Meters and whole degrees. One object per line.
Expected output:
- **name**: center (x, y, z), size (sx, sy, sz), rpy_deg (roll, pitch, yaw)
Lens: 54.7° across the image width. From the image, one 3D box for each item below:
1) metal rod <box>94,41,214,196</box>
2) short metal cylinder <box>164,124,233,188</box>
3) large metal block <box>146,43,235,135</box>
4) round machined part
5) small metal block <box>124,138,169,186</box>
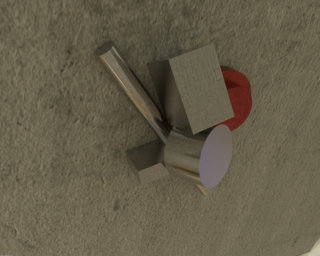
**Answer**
- **metal rod**: center (0.010, 0.009, 0.421), size (0.025, 0.025, 0.300), rpy_deg (-39, 130, -3)
- **short metal cylinder**: center (0.050, 0.030, 0.392), size (0.081, 0.050, 0.079), rpy_deg (-19, 115, -48)
- **large metal block**: center (0.032, -0.045, 0.350), size (0.050, 0.080, 0.080), rpy_deg (-23, 105, -13)
- **round machined part**: center (0.086, -0.032, 0.426), size (0.099, 0.042, 0.097), rpy_deg (-14, 125, -21)
- **small metal block**: center (-0.013, 0.044, 0.414), size (0.050, 0.050, 0.025), rpy_deg (-20, 126, -18)
